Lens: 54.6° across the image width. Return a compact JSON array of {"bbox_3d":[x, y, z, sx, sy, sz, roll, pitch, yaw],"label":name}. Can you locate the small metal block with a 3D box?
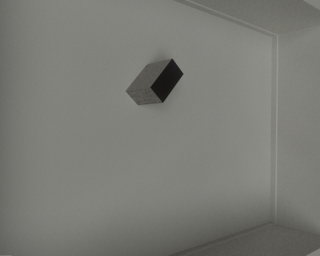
[{"bbox_3d":[-0.007,-0.056,0.383,0.025,0.050,0.050,49,61,-29],"label":"small metal block"}]
